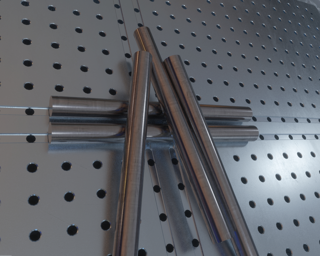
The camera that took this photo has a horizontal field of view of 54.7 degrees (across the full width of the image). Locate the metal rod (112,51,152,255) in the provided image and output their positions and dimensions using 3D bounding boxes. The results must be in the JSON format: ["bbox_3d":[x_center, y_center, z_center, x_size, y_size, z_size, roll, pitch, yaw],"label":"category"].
[{"bbox_3d":[-0.030,0.041,0.344,0.025,0.025,0.299,14,63,-21],"label":"metal rod"}]

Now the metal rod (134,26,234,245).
[{"bbox_3d":[0.022,-0.007,0.394,0.025,0.025,0.299,-6,65,-31],"label":"metal rod"}]

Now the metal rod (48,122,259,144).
[{"bbox_3d":[0.012,0.007,0.412,0.303,0.025,0.025,1,62,-28],"label":"metal rod"}]

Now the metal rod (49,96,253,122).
[{"bbox_3d":[0.007,-0.023,0.428,0.303,0.025,0.025,1,62,-28],"label":"metal rod"}]

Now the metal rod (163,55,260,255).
[{"bbox_3d":[0.065,0.042,0.395,0.025,0.025,0.299,-11,75,-33],"label":"metal rod"}]
